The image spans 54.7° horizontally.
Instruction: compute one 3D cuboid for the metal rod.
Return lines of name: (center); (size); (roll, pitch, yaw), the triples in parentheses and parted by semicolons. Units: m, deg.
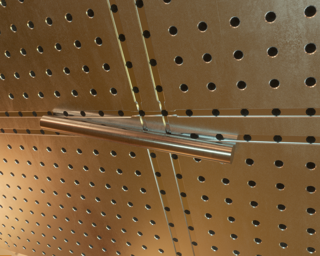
metal rod: (-0.047, 0.012, 0.441); (0.301, 0.025, 0.025); (9, 122, 23)
